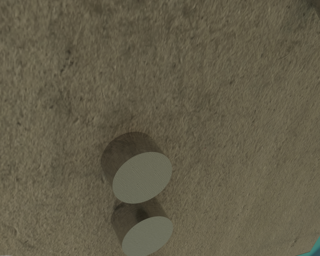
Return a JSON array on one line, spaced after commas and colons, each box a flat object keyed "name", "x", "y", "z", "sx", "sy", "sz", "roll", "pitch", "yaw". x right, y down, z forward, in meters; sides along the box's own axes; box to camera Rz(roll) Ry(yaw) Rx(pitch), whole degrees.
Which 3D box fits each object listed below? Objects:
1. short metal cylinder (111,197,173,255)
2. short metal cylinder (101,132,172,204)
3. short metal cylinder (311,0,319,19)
[{"name": "short metal cylinder", "x": -0.028, "y": 0.147, "z": 0.468, "sx": 0.081, "sy": 0.050, "sz": 0.079, "roll": -14, "pitch": 125, "yaw": -21}, {"name": "short metal cylinder", "x": -0.031, "y": 0.052, "z": 0.407, "sx": 0.081, "sy": 0.050, "sz": 0.079, "roll": -14, "pitch": 125, "yaw": -21}, {"name": "short metal cylinder", "x": 0.235, "y": -0.178, "z": 0.392, "sx": 0.080, "sy": 0.080, "sz": 0.050, "roll": -49, "pitch": 129, "yaw": 6}]
